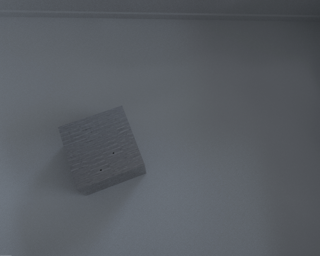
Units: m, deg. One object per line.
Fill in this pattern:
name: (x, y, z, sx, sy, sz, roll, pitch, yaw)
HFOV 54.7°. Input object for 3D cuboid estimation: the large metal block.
large metal block: (-0.070, 0.029, 0.385, 0.080, 0.050, 0.080, -20, 71, -8)
